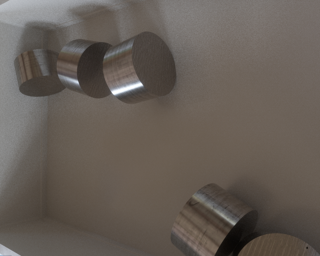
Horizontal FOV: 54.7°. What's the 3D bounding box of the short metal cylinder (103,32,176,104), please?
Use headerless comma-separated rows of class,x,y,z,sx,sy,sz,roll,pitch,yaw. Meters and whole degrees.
short metal cylinder,-0.024,-0.074,0.391,0.050,0.081,0.080,-11,83,39

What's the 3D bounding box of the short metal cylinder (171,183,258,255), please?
short metal cylinder,0.057,0.105,0.323,0.050,0.081,0.079,31,110,36

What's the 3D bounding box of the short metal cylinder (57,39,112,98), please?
short metal cylinder,-0.102,-0.088,0.455,0.050,0.081,0.079,19,102,38

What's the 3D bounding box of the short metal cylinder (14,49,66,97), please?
short metal cylinder,-0.208,-0.095,0.543,0.080,0.081,0.050,-28,73,36

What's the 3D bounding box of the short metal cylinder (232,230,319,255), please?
short metal cylinder,0.105,0.136,0.281,0.080,0.050,0.080,-2,74,9
